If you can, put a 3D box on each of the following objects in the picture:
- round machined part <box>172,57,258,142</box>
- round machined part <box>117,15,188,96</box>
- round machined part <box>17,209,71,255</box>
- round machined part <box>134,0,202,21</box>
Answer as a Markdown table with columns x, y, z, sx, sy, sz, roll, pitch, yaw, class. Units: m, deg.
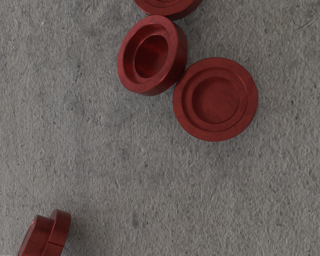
| x | y | z | sx | sy | sz | roll | pitch | yaw | class |
| --- | --- | --- | --- | --- | --- | --- | --- | --- | --- |
| 0.068 | -0.033 | 0.376 | 0.098 | 0.042 | 0.097 | 0 | 90 | 20 | round machined part |
| -0.005 | -0.087 | 0.390 | 0.098 | 0.042 | 0.098 | -10 | 74 | 38 | round machined part |
| -0.163 | 0.158 | 0.425 | 0.042 | 0.098 | 0.098 | 26 | 101 | -19 | round machined part |
| 0.014 | -0.184 | 0.395 | 0.098 | 0.042 | 0.097 | 0 | 90 | 20 | round machined part |
